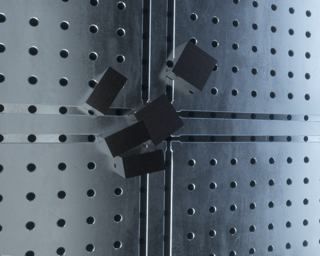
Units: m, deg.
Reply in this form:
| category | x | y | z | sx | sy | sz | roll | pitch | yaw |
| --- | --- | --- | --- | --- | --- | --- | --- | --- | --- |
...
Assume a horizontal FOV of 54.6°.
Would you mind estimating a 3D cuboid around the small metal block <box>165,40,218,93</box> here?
| category | x | y | z | sx | sy | sz | roll | pitch | yaw |
| --- | --- | --- | --- | --- | --- | --- | --- | --- | --- |
| small metal block | 0.043 | -0.083 | 0.428 | 0.050 | 0.025 | 0.050 | 31 | 80 | -17 |

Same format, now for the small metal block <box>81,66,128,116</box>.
| category | x | y | z | sx | sy | sz | roll | pitch | yaw |
| --- | --- | --- | --- | --- | --- | --- | --- | --- | --- |
| small metal block | -0.068 | -0.043 | 0.374 | 0.025 | 0.050 | 0.050 | 34 | 79 | -17 |

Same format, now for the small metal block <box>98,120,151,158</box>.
| category | x | y | z | sx | sy | sz | roll | pitch | yaw |
| --- | --- | --- | --- | --- | --- | --- | --- | --- | --- |
| small metal block | -0.045 | 0.012 | 0.383 | 0.050 | 0.050 | 0.025 | -26 | 99 | -18 |

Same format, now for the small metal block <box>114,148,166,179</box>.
| category | x | y | z | sx | sy | sz | roll | pitch | yaw |
| --- | --- | --- | --- | --- | --- | --- | --- | --- | --- |
| small metal block | -0.027 | 0.042 | 0.389 | 0.050 | 0.050 | 0.025 | -10 | 94 | -20 |

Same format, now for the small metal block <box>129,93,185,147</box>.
| category | x | y | z | sx | sy | sz | roll | pitch | yaw |
| --- | --- | --- | --- | --- | --- | --- | --- | --- | --- |
| small metal block | -0.004 | -0.011 | 0.411 | 0.050 | 0.025 | 0.050 | -36 | 102 | -16 |
